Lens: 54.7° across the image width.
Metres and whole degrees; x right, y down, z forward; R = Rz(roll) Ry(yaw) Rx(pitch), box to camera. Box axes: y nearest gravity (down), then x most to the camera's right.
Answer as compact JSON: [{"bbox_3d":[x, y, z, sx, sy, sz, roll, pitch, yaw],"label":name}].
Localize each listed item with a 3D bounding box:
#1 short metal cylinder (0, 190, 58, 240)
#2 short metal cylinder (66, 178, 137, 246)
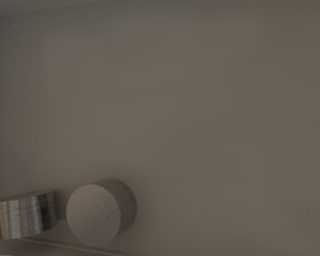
[{"bbox_3d":[-0.193,0.122,0.447,0.080,0.080,0.050,-10,87,19],"label":"short metal cylinder"},{"bbox_3d":[-0.079,0.113,0.424,0.080,0.050,0.079,0,90,19],"label":"short metal cylinder"}]
